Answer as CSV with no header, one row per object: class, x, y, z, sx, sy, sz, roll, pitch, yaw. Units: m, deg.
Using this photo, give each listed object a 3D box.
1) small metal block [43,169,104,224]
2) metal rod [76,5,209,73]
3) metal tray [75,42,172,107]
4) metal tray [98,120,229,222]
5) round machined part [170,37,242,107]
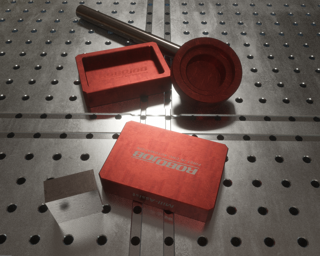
small metal block,-0.090,0.073,0.329,0.050,0.050,0.025,-13,52,-11
metal rod,-0.030,-0.156,0.538,0.300,0.025,0.025,29,56,22
metal tray,-0.056,-0.085,0.474,0.131,0.030,0.090,-13,51,-11
metal tray,0.007,0.046,0.365,0.131,0.030,0.090,14,51,11
round machined part,0.064,-0.076,0.445,0.099,0.042,0.098,1,77,-5
